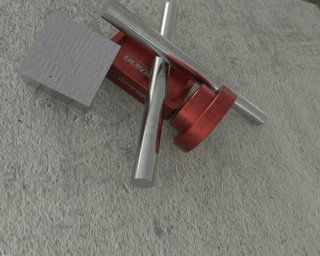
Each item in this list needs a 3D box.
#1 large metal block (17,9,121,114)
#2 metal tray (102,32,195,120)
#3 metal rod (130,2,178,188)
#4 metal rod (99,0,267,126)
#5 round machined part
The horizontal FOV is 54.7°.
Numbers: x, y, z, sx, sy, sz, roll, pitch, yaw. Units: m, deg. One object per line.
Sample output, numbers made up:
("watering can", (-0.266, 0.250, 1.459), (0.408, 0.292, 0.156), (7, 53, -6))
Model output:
("large metal block", (-0.103, -0.073, 0.360), (0.080, 0.050, 0.080), (27, 77, -12))
("metal tray", (-0.017, -0.082, 0.443), (0.130, 0.030, 0.090), (36, 51, -5))
("metal rod", (-0.001, -0.065, 0.405), (0.025, 0.025, 0.300), (20, 54, -17))
("metal rod", (0.052, -0.075, 0.424), (0.301, 0.025, 0.025), (28, 50, -33))
("round machined part", (0.048, -0.018, 0.396), (0.042, 0.097, 0.098), (41, 51, -1))
